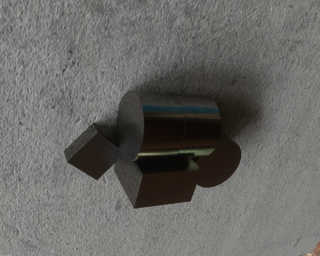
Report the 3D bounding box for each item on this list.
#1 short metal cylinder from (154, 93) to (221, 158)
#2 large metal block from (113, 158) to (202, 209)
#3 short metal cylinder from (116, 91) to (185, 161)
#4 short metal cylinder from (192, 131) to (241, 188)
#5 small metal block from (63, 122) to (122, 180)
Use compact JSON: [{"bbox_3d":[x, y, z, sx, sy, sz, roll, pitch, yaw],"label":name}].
[{"bbox_3d":[0.031,-0.003,0.388,0.050,0.080,0.079,1,118,-29],"label":"short metal cylinder"},{"bbox_3d":[-0.006,0.054,0.404,0.081,0.080,0.050,1,118,-29],"label":"large metal block"},{"bbox_3d":[-0.013,-0.002,0.365,0.050,0.080,0.079,1,118,-29],"label":"short metal cylinder"},{"bbox_3d":[0.071,0.040,0.456,0.081,0.050,0.079,-14,124,-21],"label":"short metal cylinder"},{"bbox_3d":[-0.081,0.030,0.383,0.050,0.025,0.050,-44,129,2],"label":"small metal block"}]
